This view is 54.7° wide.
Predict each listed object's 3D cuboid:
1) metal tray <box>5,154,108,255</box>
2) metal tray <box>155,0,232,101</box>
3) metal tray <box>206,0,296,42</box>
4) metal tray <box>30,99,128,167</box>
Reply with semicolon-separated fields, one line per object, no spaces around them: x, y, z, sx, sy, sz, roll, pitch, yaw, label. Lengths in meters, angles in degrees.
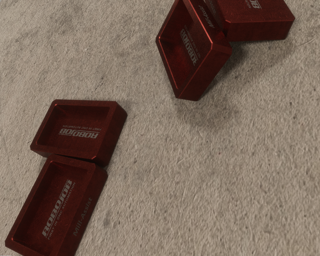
-0.134;0.104;0.404;0.090;0.030;0.130;8;65;31;metal tray
0.038;-0.111;0.415;0.089;0.030;0.130;-56;39;41;metal tray
0.113;-0.172;0.421;0.091;0.030;0.130;-5;55;-8;metal tray
-0.122;0.004;0.459;0.130;0.030;0.090;5;64;29;metal tray
